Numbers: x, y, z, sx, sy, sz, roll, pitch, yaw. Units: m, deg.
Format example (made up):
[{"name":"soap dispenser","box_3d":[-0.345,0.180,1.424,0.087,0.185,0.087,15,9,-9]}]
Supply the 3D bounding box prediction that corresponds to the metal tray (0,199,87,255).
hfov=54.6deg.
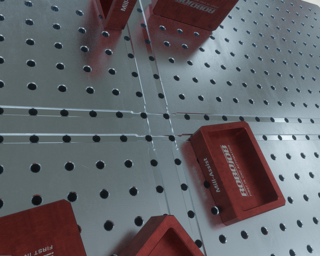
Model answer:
[{"name":"metal tray","box_3d":[-0.131,0.123,0.260,0.131,0.030,0.090,-11,67,-33]}]

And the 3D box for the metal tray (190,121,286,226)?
[{"name":"metal tray","box_3d":[0.106,0.057,0.426,0.091,0.030,0.130,-7,65,-31]}]

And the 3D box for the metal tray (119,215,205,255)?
[{"name":"metal tray","box_3d":[0.014,0.160,0.293,0.130,0.030,0.090,54,51,-9]}]

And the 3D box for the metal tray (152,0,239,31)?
[{"name":"metal tray","box_3d":[0.062,-0.224,0.535,0.131,0.090,0.030,8,59,-24]}]

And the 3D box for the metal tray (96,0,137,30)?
[{"name":"metal tray","box_3d":[-0.057,-0.219,0.443,0.030,0.129,0.090,-4,64,-30]}]
